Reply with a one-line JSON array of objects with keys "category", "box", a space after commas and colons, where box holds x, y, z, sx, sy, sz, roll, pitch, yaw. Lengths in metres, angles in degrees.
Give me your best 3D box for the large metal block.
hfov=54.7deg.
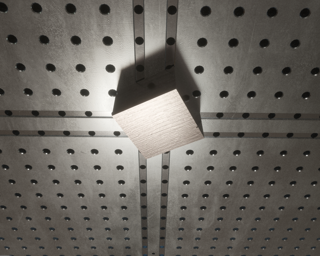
[{"category": "large metal block", "box": [-0.001, -0.017, 0.381, 0.080, 0.050, 0.080, -22, 127, 17]}]
